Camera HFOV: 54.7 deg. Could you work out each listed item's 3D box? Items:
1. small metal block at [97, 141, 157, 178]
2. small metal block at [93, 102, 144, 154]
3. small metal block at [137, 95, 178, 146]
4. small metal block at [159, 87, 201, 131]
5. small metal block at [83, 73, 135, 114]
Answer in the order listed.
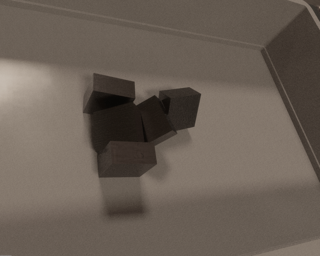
[{"bbox_3d":[-0.038,0.036,0.347,0.050,0.050,0.025,4,64,-27],"label":"small metal block"},{"bbox_3d":[-0.048,0.003,0.361,0.050,0.025,0.050,-14,65,11],"label":"small metal block"},{"bbox_3d":[-0.014,-0.005,0.384,0.050,0.050,0.025,64,10,17],"label":"small metal block"},{"bbox_3d":[0.024,-0.025,0.416,0.050,0.050,0.025,-12,33,-33],"label":"small metal block"},{"bbox_3d":[-0.063,-0.037,0.380,0.050,0.050,0.025,9,58,-24],"label":"small metal block"}]
